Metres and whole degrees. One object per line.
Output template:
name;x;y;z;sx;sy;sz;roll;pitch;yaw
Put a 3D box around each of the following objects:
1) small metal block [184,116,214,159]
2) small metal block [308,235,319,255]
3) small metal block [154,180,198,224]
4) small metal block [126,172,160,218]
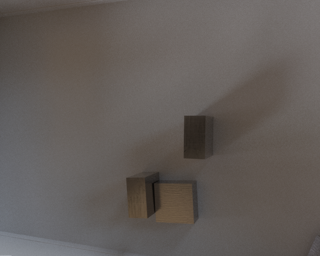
small metal block;0.048;0.011;0.380;0.025;0.050;0.050;1;90;20
small metal block;0.182;0.151;0.329;0.025;0.050;0.050;20;95;-8
small metal block;0.022;0.095;0.403;0.050;0.025;0.050;-3;89;20
small metal block;-0.020;0.086;0.404;0.025;0.050;0.050;-4;89;20
